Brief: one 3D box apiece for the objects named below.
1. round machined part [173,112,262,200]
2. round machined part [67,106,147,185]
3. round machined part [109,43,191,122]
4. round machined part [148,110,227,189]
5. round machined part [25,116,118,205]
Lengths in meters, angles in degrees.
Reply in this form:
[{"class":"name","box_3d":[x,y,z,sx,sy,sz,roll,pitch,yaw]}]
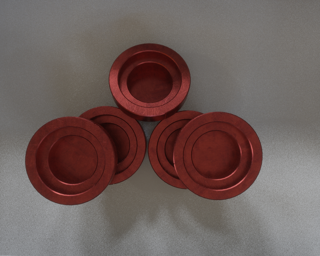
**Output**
[{"class":"round machined part","box_3d":[0.064,0.031,0.360,0.099,0.042,0.097,0,90,0]},{"class":"round machined part","box_3d":[-0.066,0.022,0.401,0.099,0.042,0.097,0,90,0]},{"class":"round machined part","box_3d":[-0.013,-0.053,0.391,0.099,0.042,0.098,1,72,-1]},{"class":"round machined part","box_3d":[0.034,0.027,0.402,0.099,0.042,0.097,0,90,0]},{"class":"round machined part","box_3d":[-0.098,0.036,0.359,0.099,0.042,0.097,0,90,0]}]
